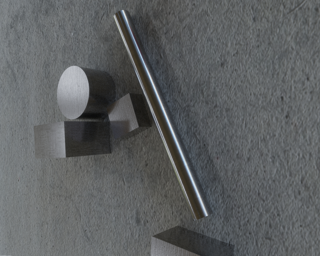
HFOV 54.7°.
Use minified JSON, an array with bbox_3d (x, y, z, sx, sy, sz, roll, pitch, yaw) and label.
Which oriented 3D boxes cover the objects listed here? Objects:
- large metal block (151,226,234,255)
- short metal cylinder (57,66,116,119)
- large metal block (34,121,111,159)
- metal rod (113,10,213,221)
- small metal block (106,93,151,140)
[{"bbox_3d":[0.035,0.170,0.358,0.080,0.050,0.079,6,94,39],"label":"large metal block"},{"bbox_3d":[-0.115,-0.053,0.481,0.080,0.050,0.079,0,90,39],"label":"short metal cylinder"},{"bbox_3d":[-0.135,0.018,0.477,0.080,0.081,0.050,-6,86,39],"label":"large metal block"},{"bbox_3d":[-0.002,-0.029,0.404,0.025,0.025,0.299,-34,69,34],"label":"metal rod"},{"bbox_3d":[-0.045,-0.016,0.440,0.050,0.025,0.050,-27,73,36],"label":"small metal block"}]
